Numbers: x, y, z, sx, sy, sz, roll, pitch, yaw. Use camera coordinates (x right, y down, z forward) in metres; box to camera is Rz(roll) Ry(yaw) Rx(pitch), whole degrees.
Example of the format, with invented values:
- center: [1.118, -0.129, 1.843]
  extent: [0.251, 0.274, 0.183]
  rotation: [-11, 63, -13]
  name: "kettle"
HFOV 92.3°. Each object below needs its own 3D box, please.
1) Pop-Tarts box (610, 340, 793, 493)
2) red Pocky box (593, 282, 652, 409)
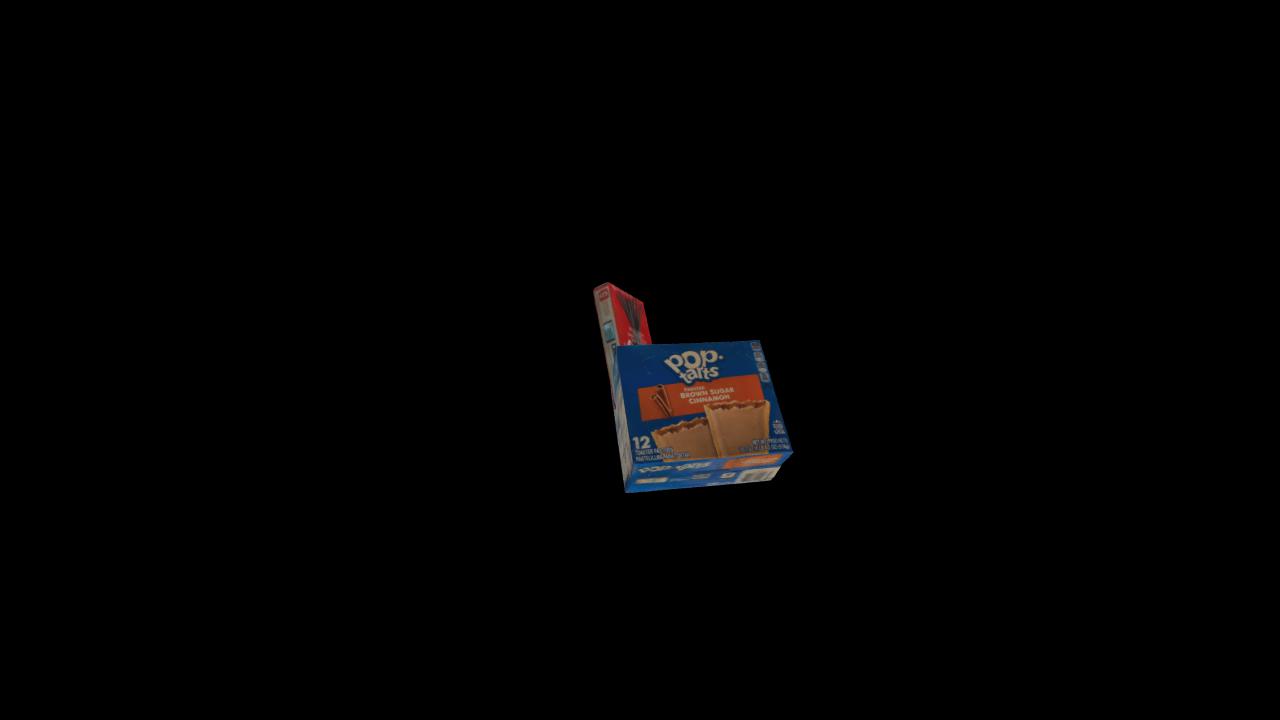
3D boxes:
- center: [0.060, 0.059, 0.668]
  extent: [0.167, 0.141, 0.083]
  rotation: [-2, -33, -12]
  name: "Pop-Tarts box"
- center: [-0.011, -0.010, 0.732]
  extent: [0.028, 0.155, 0.083]
  rotation: [-22, -22, 25]
  name: "red Pocky box"
